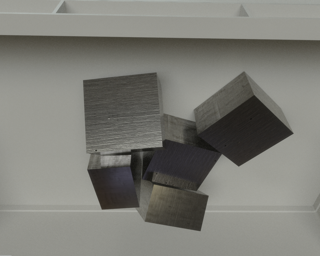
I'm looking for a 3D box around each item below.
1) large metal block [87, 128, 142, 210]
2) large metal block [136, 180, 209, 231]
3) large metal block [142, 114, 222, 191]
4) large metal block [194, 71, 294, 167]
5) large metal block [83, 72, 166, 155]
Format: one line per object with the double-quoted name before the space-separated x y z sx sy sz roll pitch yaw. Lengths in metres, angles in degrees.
"large metal block" -0.056 0.051 0.414 0.050 0.080 0.080 -4 130 3
"large metal block" 0.014 0.108 0.455 0.081 0.080 0.050 14 86 -14
"large metal block" 0.027 0.035 0.422 0.081 0.050 0.079 15 129 -13
"large metal block" 0.101 -0.009 0.385 0.080 0.050 0.080 36 121 -27
"large metal block" -0.038 -0.013 0.352 0.080 0.080 0.050 -5 172 5
